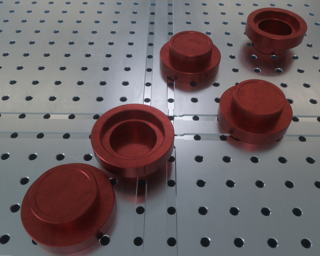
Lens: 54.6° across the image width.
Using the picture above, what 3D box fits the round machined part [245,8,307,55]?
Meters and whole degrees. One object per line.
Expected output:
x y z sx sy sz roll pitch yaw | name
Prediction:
0.196 -0.164 0.535 0.099 0.042 0.098 0 50 0 | round machined part

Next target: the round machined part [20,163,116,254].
-0.098 0.078 0.331 0.099 0.042 0.098 0 50 0 | round machined part

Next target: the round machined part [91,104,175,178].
-0.032 0.019 0.381 0.099 0.042 0.098 0 50 0 | round machined part

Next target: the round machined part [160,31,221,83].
0.049 -0.120 0.498 0.099 0.042 0.098 0 50 0 | round machined part

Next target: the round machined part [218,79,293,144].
0.131 -0.029 0.422 0.099 0.042 0.098 0 50 0 | round machined part
